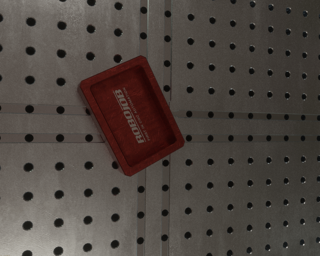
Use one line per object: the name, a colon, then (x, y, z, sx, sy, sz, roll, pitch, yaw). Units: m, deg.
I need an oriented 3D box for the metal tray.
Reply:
metal tray: (-0.035, -0.016, 0.397, 0.091, 0.030, 0.129, -28, 100, -18)
